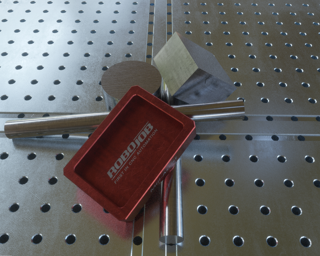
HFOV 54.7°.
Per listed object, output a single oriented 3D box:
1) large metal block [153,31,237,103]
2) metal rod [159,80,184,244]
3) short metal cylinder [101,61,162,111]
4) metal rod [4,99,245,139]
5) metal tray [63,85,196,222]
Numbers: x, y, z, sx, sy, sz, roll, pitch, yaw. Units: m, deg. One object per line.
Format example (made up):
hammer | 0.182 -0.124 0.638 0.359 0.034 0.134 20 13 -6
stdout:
large metal block | 0.048 -0.076 0.430 0.080 0.050 0.080 17 37 -40
metal rod | 0.014 -0.002 0.409 0.025 0.025 0.300 1 50 1
short metal cylinder | -0.038 -0.049 0.432 0.081 0.050 0.080 0 50 0
metal rod | -0.048 -0.010 0.394 0.302 0.025 0.025 -5 50 5
metal tray | -0.032 0.026 0.348 0.090 0.030 0.130 34 78 18
